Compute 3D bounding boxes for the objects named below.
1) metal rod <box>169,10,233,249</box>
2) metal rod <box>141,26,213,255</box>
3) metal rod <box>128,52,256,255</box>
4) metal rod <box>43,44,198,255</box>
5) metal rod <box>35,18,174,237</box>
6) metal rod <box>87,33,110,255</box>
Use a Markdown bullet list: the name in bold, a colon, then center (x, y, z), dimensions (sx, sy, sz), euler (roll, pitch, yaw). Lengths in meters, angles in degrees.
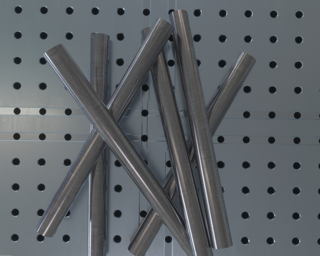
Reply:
- **metal rod**: center (0.049, -0.006, 0.390), dimensions (0.025, 0.025, 0.299), euler (-10, 81, 0)
- **metal rod**: center (0.020, 0.015, 0.393), dimensions (0.025, 0.025, 0.299), euler (-13, 82, 0)
- **metal rod**: center (0.042, 0.035, 0.413), dimensions (0.025, 0.025, 0.299), euler (30, 90, 0)
- **metal rod**: center (-0.036, 0.037, 0.370), dimensions (0.025, 0.025, 0.299), euler (-34, 102, 0)
- **metal rod**: center (-0.069, 0.000, 0.386), dimensions (0.025, 0.025, 0.299), euler (30, 91, 0)
- **metal rod**: center (-0.082, 0.027, 0.412), dimensions (0.025, 0.025, 0.298), euler (1, 90, 0)
